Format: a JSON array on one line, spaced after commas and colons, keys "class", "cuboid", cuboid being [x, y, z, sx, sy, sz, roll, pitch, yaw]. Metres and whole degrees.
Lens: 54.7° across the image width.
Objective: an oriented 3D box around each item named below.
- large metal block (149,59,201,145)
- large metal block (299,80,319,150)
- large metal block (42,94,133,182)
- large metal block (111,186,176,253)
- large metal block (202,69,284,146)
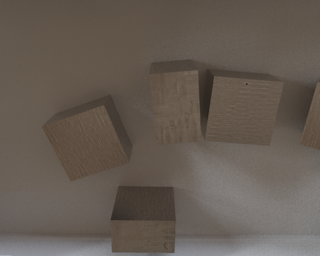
[{"class": "large metal block", "cuboid": [0.017, -0.034, 0.369, 0.050, 0.080, 0.079, -5, 110, 2]}, {"class": "large metal block", "cuboid": [0.227, -0.012, 0.377, 0.080, 0.050, 0.079, 18, 113, 28]}, {"class": "large metal block", "cuboid": [-0.090, 0.012, 0.402, 0.080, 0.050, 0.080, -19, 109, 6]}, {"class": "large metal block", "cuboid": [-0.021, 0.123, 0.427, 0.081, 0.080, 0.050, 1, 110, -1]}, {"class": "large metal block", "cuboid": [0.098, -0.027, 0.389, 0.081, 0.050, 0.079, 5, 110, -2]}]
